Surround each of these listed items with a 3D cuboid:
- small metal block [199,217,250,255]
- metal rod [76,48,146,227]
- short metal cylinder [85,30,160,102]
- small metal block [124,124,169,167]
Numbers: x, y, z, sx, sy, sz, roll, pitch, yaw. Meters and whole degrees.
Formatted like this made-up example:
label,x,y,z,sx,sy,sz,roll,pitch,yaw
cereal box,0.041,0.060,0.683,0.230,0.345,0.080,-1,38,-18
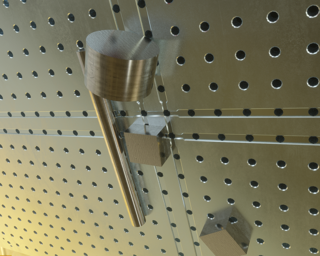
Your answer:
label,x,y,z,sx,sy,sz,roll,pitch,yaw
small metal block,0.096,0.166,0.463,0.050,0.025,0.050,-34,100,38
metal rod,-0.066,0.029,0.463,0.025,0.025,0.298,2,119,27
short metal cylinder,-0.044,-0.073,0.354,0.080,0.080,0.050,23,127,14
small metal block,-0.019,0.024,0.436,0.050,0.025,0.050,5,121,25
